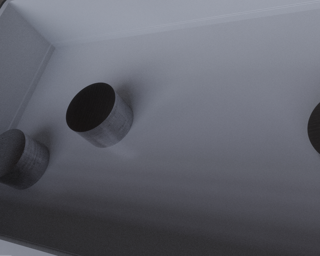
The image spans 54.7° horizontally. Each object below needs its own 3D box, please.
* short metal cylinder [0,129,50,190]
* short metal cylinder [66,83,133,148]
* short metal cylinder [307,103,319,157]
[{"bbox_3d":[-0.218,0.048,0.472,0.080,0.050,0.080,-13,56,20],"label":"short metal cylinder"},{"bbox_3d":[-0.086,-0.018,0.444,0.080,0.050,0.080,-13,56,20],"label":"short metal cylinder"},{"bbox_3d":[0.183,0.008,0.279,0.080,0.050,0.080,-22,49,28],"label":"short metal cylinder"}]
